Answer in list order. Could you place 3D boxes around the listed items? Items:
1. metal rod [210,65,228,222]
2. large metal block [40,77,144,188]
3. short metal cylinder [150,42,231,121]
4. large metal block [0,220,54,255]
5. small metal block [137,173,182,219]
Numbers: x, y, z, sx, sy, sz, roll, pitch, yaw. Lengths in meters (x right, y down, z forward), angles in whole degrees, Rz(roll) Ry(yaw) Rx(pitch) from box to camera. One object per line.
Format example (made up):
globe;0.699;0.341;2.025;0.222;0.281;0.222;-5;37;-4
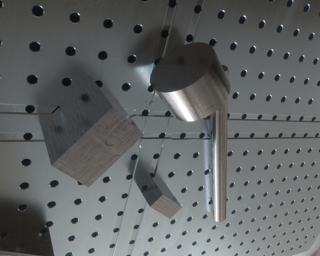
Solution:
metal rod;0.094;0.043;0.491;0.025;0.025;0.298;-20;127;-17
large metal block;-0.076;0.002;0.336;0.080;0.080;0.050;-44;130;2
short metal cylinder;0.036;-0.054;0.363;0.080;0.080;0.050;-39;130;-2
large metal block;-0.195;0.169;0.393;0.080;0.050;0.080;29;102;-38
small metal block;-0.001;0.100;0.458;0.025;0.050;0.050;-45;130;3
